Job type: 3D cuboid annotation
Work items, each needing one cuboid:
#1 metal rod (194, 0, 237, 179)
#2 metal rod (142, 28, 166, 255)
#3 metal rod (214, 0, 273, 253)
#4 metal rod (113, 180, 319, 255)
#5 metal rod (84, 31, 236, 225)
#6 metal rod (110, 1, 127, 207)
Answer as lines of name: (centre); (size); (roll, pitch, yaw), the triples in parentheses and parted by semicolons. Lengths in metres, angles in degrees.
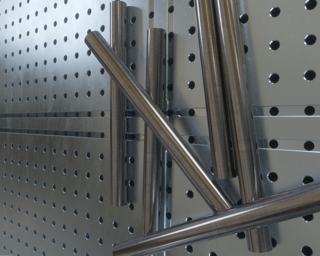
metal rod: (0.059, -0.092, 0.361); (0.025, 0.025, 0.299); (-10, 84, 40)
metal rod: (-0.009, 0.019, 0.417); (0.025, 0.025, 0.298); (3, 92, 40)
metal rod: (0.088, -0.022, 0.337); (0.025, 0.025, 0.299); (-11, 83, 39)
metal rod: (0.051, 0.108, 0.334); (0.299, 0.025, 0.025); (-31, 71, 36)
metal rod: (-0.006, -0.011, 0.386); (0.025, 0.025, 0.300); (-47, 71, 30)
metal rod: (-0.062, -0.036, 0.461); (0.025, 0.025, 0.298); (0, 90, 40)
